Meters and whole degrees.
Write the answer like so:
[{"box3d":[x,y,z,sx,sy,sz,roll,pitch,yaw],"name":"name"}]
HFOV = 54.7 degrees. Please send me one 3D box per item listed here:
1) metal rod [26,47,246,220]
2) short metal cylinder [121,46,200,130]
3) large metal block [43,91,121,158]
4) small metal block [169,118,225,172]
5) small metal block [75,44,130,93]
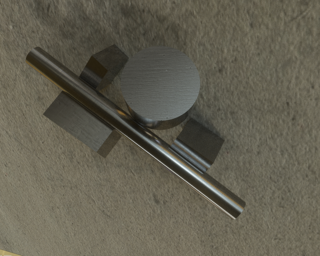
[{"box3d":[-0.030,0.004,0.361,0.300,0.025,0.025,37,129,3],"name":"metal rod"},{"box3d":[0.000,-0.041,0.338,0.080,0.080,0.050,34,170,5],"name":"short metal cylinder"},{"box3d":[-0.096,-0.006,0.414,0.080,0.050,0.080,35,169,4],"name":"large metal block"},{"box3d":[0.045,0.021,0.377,0.050,0.050,0.025,35,129,4],"name":"small metal block"},{"box3d":[-0.071,-0.072,0.384,0.025,0.050,0.050,44,129,-2],"name":"small metal block"}]
